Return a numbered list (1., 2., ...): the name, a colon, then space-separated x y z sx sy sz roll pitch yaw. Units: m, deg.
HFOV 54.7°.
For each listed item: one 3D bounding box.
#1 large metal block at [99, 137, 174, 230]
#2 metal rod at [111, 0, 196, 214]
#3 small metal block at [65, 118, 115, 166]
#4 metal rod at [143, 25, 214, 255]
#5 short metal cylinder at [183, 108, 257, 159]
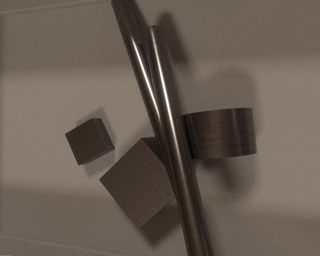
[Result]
1. large metal block: -0.016 0.068 0.402 0.080 0.050 0.080 -45 77 14
2. metal rod: -0.010 -0.041 0.384 0.025 0.025 0.299 -25 71 18
3. small metal block: -0.100 0.019 0.445 0.050 0.025 0.050 -28 81 17
4. metal rod: 0.018 0.017 0.337 0.025 0.025 0.299 -18 69 19
5. short metal cylinder: 0.068 0.007 0.357 0.080 0.080 0.050 -6 88 19
